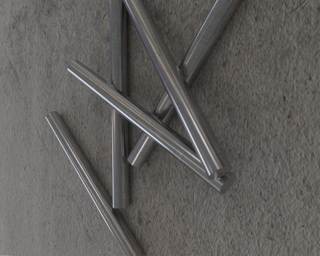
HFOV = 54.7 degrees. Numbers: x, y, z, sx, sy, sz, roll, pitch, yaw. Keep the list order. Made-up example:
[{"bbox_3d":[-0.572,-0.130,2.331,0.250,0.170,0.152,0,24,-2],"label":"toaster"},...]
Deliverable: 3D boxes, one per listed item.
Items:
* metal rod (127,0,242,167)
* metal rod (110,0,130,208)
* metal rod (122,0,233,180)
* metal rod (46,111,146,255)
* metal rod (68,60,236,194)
[{"bbox_3d":[0.035,-0.072,0.375,0.025,0.025,0.298,45,117,31],"label":"metal rod"},{"bbox_3d":[-0.059,-0.035,0.453,0.025,0.025,0.298,-2,89,40],"label":"metal rod"},{"bbox_3d":[0.006,-0.076,0.369,0.025,0.025,0.299,-44,54,31],"label":"metal rod"},{"bbox_3d":[-0.114,0.082,0.498,0.300,0.025,0.025,51,120,27],"label":"metal rod"},{"bbox_3d":[-0.031,-0.018,0.396,0.300,0.025,0.025,37,113,33],"label":"metal rod"}]
